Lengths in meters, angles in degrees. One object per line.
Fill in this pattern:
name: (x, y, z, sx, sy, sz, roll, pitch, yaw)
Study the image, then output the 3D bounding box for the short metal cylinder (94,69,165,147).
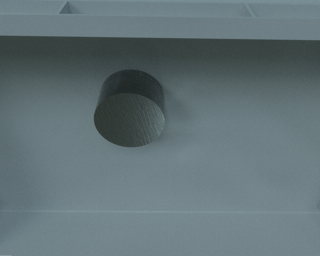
short metal cylinder: (-0.035, -0.023, 0.373, 0.080, 0.050, 0.080, 0, 130, 0)
